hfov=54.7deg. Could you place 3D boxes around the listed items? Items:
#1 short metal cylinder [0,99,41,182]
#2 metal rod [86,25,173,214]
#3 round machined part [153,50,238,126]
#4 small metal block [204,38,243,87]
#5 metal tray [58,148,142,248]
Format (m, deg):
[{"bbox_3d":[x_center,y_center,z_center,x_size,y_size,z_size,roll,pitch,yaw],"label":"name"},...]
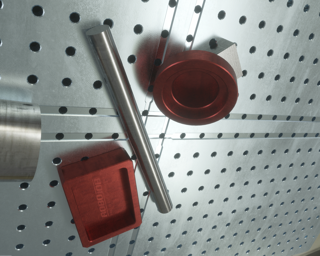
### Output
[{"bbox_3d":[-0.151,0.012,0.301,0.050,0.080,0.079,6,116,-32],"label":"short metal cylinder"},{"bbox_3d":[-0.028,0.013,0.405,0.025,0.025,0.298,-27,128,-12],"label":"metal rod"},{"bbox_3d":[0.043,-0.052,0.374,0.099,0.042,0.097,4,135,5],"label":"round machined part"},{"bbox_3d":[0.076,-0.080,0.405,0.050,0.025,0.050,-33,129,-7],"label":"small metal block"},{"bbox_3d":[-0.078,0.098,0.427,0.091,0.030,0.129,-18,126,-19],"label":"metal tray"}]
